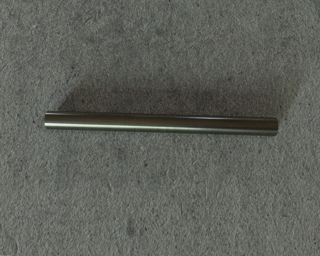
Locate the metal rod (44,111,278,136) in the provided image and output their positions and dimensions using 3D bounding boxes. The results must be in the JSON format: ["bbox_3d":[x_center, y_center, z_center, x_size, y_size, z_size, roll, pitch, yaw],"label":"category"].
[{"bbox_3d":[0.002,-0.006,0.412,0.302,0.025,0.025,2,70,0],"label":"metal rod"}]
